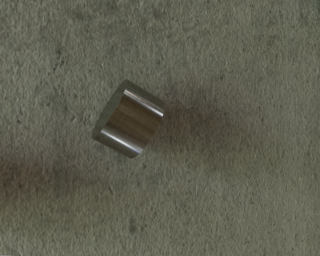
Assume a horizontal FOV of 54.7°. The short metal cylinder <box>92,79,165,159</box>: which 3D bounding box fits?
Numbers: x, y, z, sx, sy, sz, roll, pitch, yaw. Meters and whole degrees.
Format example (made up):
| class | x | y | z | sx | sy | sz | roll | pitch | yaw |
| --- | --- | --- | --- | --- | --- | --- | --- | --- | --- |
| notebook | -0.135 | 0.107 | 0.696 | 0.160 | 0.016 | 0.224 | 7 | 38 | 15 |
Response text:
| class | x | y | z | sx | sy | sz | roll | pitch | yaw |
| --- | --- | --- | --- | --- | --- | --- | --- | --- | --- |
| short metal cylinder | -0.038 | -0.011 | 0.367 | 0.050 | 0.080 | 0.080 | 31 | 80 | -18 |
